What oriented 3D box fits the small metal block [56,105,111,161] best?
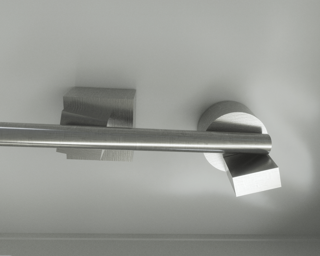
[{"bbox_3d":[-0.088,0.005,0.357,0.050,0.025,0.050,12,109,-5],"label":"small metal block"}]

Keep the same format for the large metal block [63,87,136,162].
[{"bbox_3d":[-0.073,-0.006,0.392,0.081,0.050,0.079,2,110,-2],"label":"large metal block"}]

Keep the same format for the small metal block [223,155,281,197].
[{"bbox_3d":[0.106,0.051,0.362,0.050,0.050,0.025,-14,110,4],"label":"small metal block"}]

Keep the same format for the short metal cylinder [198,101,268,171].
[{"bbox_3d":[0.092,0.010,0.401,0.081,0.050,0.079,0,110,-1],"label":"short metal cylinder"}]

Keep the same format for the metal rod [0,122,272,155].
[{"bbox_3d":[-0.024,0.012,0.339,0.302,0.025,0.025,3,110,-10],"label":"metal rod"}]
